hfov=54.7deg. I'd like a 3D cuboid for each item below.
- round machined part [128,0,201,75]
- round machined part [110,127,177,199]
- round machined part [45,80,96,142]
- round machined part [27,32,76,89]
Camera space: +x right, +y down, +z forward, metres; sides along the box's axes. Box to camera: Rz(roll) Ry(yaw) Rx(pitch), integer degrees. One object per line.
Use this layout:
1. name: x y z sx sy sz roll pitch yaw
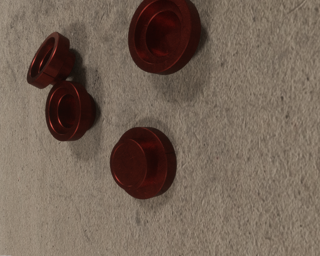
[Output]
1. round machined part: 0.010 -0.114 0.384 0.098 0.042 0.097 0 90 39
2. round machined part: -0.029 0.047 0.416 0.098 0.042 0.097 0 90 39
3. round machined part: -0.143 -0.027 0.509 0.098 0.042 0.097 0 90 39
4. round machined part: -0.180 -0.109 0.524 0.098 0.042 0.098 -26 50 36
